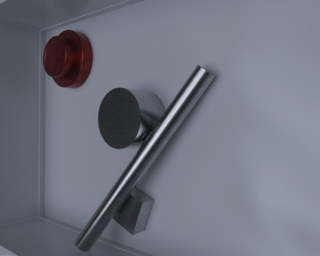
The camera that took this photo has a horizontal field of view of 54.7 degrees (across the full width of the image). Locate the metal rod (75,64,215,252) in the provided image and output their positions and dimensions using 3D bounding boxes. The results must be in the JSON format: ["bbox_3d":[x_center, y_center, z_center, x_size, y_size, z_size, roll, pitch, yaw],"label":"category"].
[{"bbox_3d":[-0.028,0.050,0.403,0.025,0.025,0.299,45,109,30],"label":"metal rod"}]

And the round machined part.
[{"bbox_3d":[-0.162,-0.118,0.526,0.098,0.042,0.097,0,90,39],"label":"round machined part"}]

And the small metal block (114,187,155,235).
[{"bbox_3d":[-0.040,0.113,0.438,0.050,0.025,0.050,27,107,36],"label":"small metal block"}]

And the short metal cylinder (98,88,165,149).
[{"bbox_3d":[-0.038,-0.013,0.420,0.080,0.050,0.079,0,90,39],"label":"short metal cylinder"}]
